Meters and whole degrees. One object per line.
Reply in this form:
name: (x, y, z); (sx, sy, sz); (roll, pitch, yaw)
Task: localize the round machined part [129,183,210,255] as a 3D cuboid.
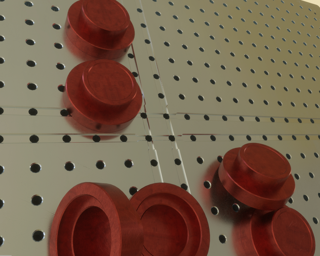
round machined part: (0.000, 0.111, 0.329); (0.099, 0.042, 0.098); (14, 56, -21)

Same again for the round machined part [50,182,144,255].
round machined part: (-0.053, 0.099, 0.278); (0.042, 0.098, 0.098); (17, 51, -48)

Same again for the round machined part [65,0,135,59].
round machined part: (-0.082, -0.151, 0.445); (0.099, 0.042, 0.098); (13, 56, -21)

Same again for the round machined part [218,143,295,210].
round machined part: (0.131, 0.056, 0.409); (0.099, 0.042, 0.098); (10, 35, -7)

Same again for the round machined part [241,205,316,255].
round machined part: (0.156, 0.140, 0.395); (0.099, 0.042, 0.098); (13, 56, -21)

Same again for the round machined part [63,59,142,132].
round machined part: (-0.068, -0.047, 0.389); (0.099, 0.042, 0.098); (13, 56, -21)
